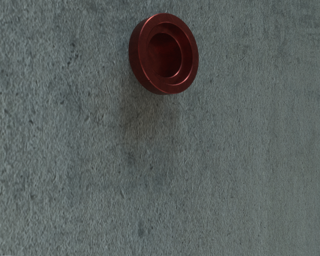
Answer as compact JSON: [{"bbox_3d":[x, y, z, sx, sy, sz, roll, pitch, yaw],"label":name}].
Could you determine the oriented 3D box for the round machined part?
[{"bbox_3d":[0.000,-0.090,0.393,0.099,0.042,0.097,0,90,-40],"label":"round machined part"}]
